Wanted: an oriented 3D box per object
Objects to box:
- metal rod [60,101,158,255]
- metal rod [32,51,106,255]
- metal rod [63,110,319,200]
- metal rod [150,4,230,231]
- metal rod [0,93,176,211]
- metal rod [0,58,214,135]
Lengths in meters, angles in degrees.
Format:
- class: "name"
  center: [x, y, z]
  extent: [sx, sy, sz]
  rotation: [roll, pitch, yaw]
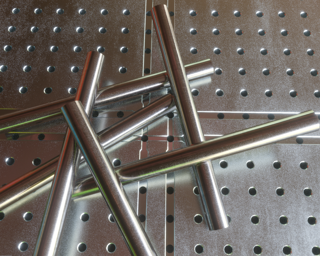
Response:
- class: "metal rod"
  center: [-0.035, 0.105, 0.344]
  extent: [0.025, 0.025, 0.299]
  rotation: [-27, 83, -9]
- class: "metal rod"
  center: [-0.108, 0.043, 0.367]
  extent: [0.025, 0.025, 0.299]
  rotation: [8, 70, 3]
- class: "metal rod"
  center: [0.029, 0.035, 0.365]
  extent: [0.301, 0.025, 0.025]
  rotation: [-17, 71, 7]
- class: "metal rod"
  center: [0.035, -0.023, 0.400]
  extent: [0.025, 0.025, 0.299]
  rotation: [-13, 78, -5]
- class: "metal rod"
  center: [-0.110, 0.038, 0.397]
  extent: [0.301, 0.025, 0.025]
  rotation: [-30, 73, -11]
- class: "metal rod"
  center: [-0.072, -0.045, 0.427]
  extent: [0.302, 0.025, 0.025]
  rotation: [-16, 71, -6]
